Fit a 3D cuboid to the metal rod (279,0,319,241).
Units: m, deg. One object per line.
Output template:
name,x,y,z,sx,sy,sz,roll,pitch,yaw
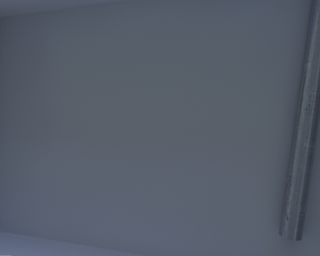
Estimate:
metal rod,0.168,-0.023,0.350,0.025,0.025,0.298,8,93,20
